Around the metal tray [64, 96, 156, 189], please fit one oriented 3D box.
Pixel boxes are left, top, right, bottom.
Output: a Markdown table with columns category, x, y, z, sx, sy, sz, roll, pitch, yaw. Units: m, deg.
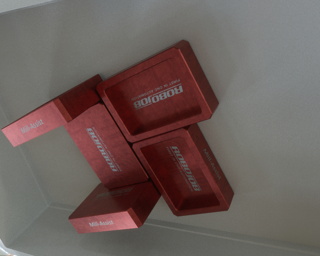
| category | x | y | z | sx | sy | sz | roll | pitch | yaw |
| --- | --- | --- | --- | --- | --- | --- | --- | --- | --- |
| metal tray | -0.074 | 0.024 | 0.454 | 0.090 | 0.030 | 0.130 | -19 | 109 | 35 |

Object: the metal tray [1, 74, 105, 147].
| category | x | y | z | sx | sy | sz | roll | pitch | yaw |
| --- | --- | --- | --- | --- | --- | --- | --- | --- | --- |
| metal tray | -0.141 | -0.023 | 0.420 | 0.130 | 0.090 | 0.030 | -19 | 108 | 35 |

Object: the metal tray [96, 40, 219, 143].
| category | x | y | z | sx | sy | sz | roll | pitch | yaw |
| --- | --- | --- | --- | --- | --- | --- | --- | --- | --- |
| metal tray | -0.006 | -0.039 | 0.381 | 0.130 | 0.030 | 0.090 | -18 | 109 | 34 |

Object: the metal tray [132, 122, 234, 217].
| category | x | y | z | sx | sy | sz | roll | pitch | yaw |
| --- | --- | --- | --- | --- | --- | --- | --- | --- | --- |
| metal tray | 0.032 | 0.058 | 0.421 | 0.090 | 0.030 | 0.130 | -19 | 109 | 35 |

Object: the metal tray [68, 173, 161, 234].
| category | x | y | z | sx | sy | sz | roll | pitch | yaw |
| --- | --- | --- | --- | --- | --- | --- | --- | --- | --- |
| metal tray | -0.063 | 0.111 | 0.463 | 0.130 | 0.090 | 0.030 | -18 | 109 | 35 |
